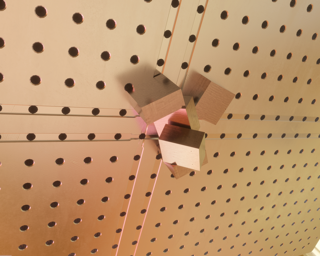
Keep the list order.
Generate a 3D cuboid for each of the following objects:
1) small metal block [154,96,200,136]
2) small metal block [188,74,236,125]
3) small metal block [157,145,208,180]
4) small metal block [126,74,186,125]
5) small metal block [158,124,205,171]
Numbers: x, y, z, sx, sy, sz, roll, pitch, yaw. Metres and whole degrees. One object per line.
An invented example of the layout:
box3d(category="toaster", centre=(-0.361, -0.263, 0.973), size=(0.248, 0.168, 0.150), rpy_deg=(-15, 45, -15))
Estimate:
box3d(category="small metal block", centre=(0.019, -0.013, 0.394), size=(0.025, 0.050, 0.050), rpy_deg=(-60, 143, -40))
box3d(category="small metal block", centre=(0.066, -0.038, 0.423), size=(0.050, 0.025, 0.050), rpy_deg=(21, 107, -36))
box3d(category="small metal block", centre=(0.031, 0.037, 0.433), size=(0.050, 0.050, 0.025), rpy_deg=(-26, 130, -12))
box3d(category="small metal block", centre=(-0.006, -0.035, 0.369), size=(0.050, 0.050, 0.025), rpy_deg=(-27, 128, -12))
box3d(category="small metal block", centre=(0.029, 0.025, 0.389), size=(0.050, 0.050, 0.025), rpy_deg=(79, 29, -51))
